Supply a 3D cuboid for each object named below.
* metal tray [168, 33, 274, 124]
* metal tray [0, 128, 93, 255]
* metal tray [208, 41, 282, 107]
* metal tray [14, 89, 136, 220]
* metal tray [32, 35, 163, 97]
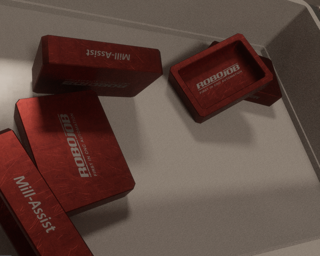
[{"bbox_3d":[0.090,-0.076,0.464,0.131,0.030,0.090,-29,77,-12],"label":"metal tray"},{"bbox_3d":[-0.110,0.075,0.259,0.030,0.090,0.130,-29,78,-38],"label":"metal tray"},{"bbox_3d":[0.144,-0.094,0.540,0.131,0.030,0.090,11,57,-23],"label":"metal tray"},{"bbox_3d":[-0.094,0.024,0.338,0.091,0.030,0.130,-14,69,-34],"label":"metal tray"},{"bbox_3d":[-0.074,-0.066,0.362,0.131,0.090,0.030,-1,77,-29],"label":"metal tray"}]
